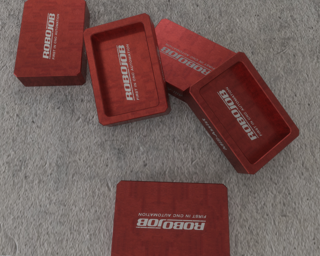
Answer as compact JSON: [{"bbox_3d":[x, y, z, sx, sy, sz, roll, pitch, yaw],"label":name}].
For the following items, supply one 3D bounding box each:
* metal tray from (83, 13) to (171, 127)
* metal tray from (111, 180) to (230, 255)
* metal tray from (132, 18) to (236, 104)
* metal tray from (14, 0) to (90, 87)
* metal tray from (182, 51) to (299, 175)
[{"bbox_3d":[-0.043,-0.073,0.405,0.090,0.030,0.129,-12,85,9],"label":"metal tray"},{"bbox_3d":[0.013,0.111,0.365,0.131,0.030,0.090,2,70,0],"label":"metal tray"},{"bbox_3d":[0.037,-0.089,0.438,0.130,0.030,0.090,30,73,10],"label":"metal tray"},{"bbox_3d":[-0.153,-0.125,0.450,0.091,0.030,0.130,-1,70,-1],"label":"metal tray"},{"bbox_3d":[0.102,-0.018,0.390,0.090,0.030,0.130,-37,92,-14],"label":"metal tray"}]
